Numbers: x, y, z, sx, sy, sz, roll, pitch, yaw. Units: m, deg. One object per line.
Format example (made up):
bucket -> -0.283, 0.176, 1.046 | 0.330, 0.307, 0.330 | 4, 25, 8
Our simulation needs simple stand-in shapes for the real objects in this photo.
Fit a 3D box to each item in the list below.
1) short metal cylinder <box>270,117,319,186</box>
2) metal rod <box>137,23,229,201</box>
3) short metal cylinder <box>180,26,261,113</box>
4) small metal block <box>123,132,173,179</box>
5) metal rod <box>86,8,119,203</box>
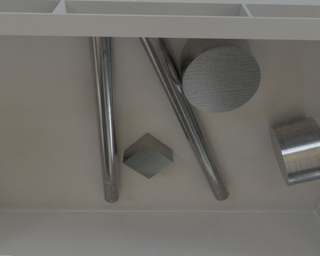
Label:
short metal cylinder -> 0.180, 0.030, 0.402 | 0.050, 0.080, 0.080 | -16, 129, 12
metal rod -> 0.044, 0.002, 0.411 | 0.025, 0.025, 0.299 | -18, 128, 14
short metal cylinder -> 0.063, -0.063, 0.340 | 0.081, 0.050, 0.079 | 0, 130, 0
small metal block -> -0.017, 0.041, 0.444 | 0.050, 0.025, 0.050 | 36, 121, -27
metal rod -> -0.070, -0.002, 0.406 | 0.025, 0.025, 0.298 | 2, 130, -2
